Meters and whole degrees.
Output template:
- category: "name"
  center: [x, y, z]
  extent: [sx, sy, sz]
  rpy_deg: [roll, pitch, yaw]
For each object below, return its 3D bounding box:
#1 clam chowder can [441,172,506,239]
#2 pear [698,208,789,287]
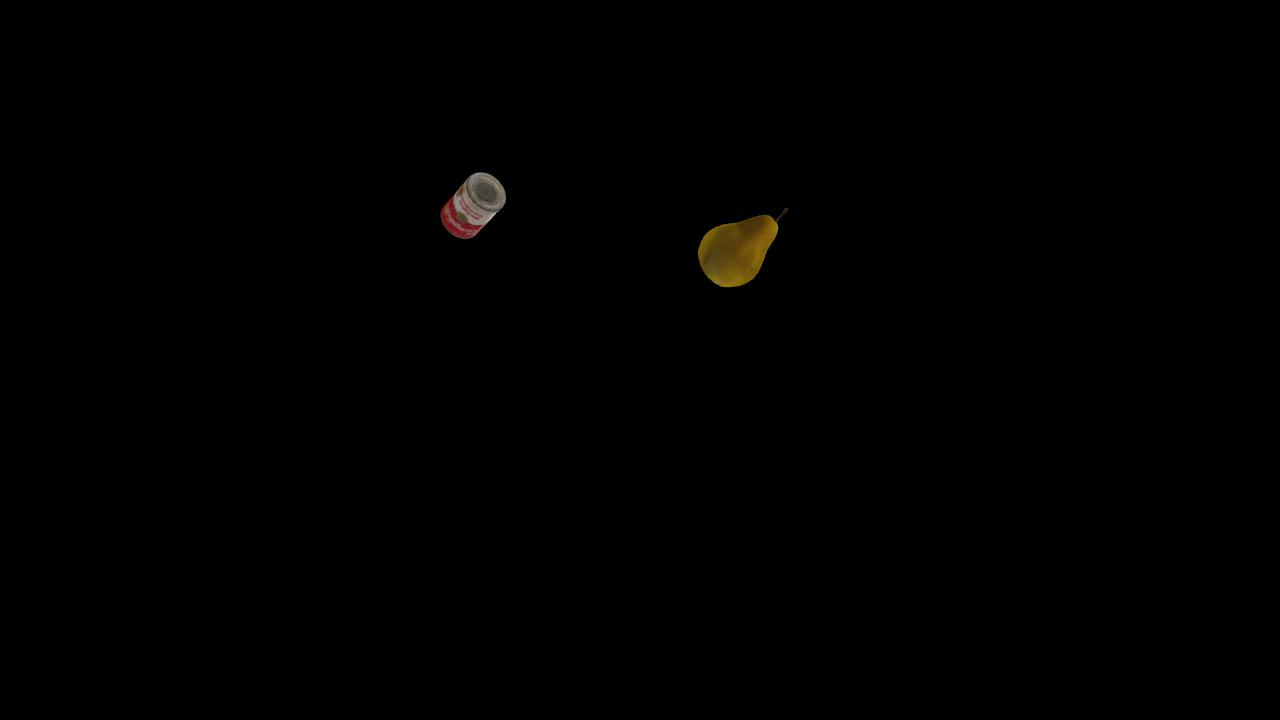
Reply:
- category: "clam chowder can"
  center: [-0.266, -0.246, 0.982]
  extent: [0.068, 0.068, 0.102]
  rpy_deg: [0, -17, -42]
- category: "pear"
  center: [0.122, -0.132, 0.701]
  extent: [0.111, 0.080, 0.080]
  rpy_deg: [-37, -22, 33]
